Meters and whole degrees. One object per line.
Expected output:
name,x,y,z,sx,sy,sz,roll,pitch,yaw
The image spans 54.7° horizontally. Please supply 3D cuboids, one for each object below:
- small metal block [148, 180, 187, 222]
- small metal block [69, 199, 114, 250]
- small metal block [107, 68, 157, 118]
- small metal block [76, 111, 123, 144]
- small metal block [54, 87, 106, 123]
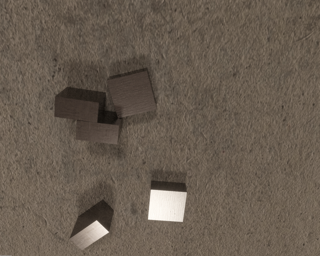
small metal block,0.010,0.106,0.449,0.050,0.025,0.050,5,110,-2
small metal block,-0.097,0.138,0.446,0.050,0.050,0.025,-36,107,12
small metal block,-0.034,-0.045,0.393,0.050,0.025,0.050,-13,110,4
small metal block,-0.075,-0.003,0.394,0.050,0.050,0.025,7,110,-3
small metal block,-0.097,-0.030,0.384,0.050,0.050,0.025,8,110,-3
